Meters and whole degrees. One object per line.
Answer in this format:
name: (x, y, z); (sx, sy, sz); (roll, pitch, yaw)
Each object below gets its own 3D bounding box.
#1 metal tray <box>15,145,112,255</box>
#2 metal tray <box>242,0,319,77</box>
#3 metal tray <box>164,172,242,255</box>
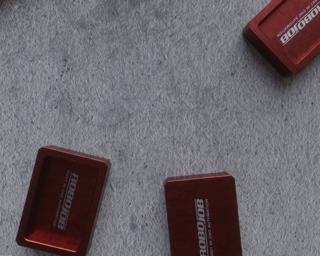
metal tray: (-0.124, 0.095, 0.406); (0.091, 0.030, 0.129); (14, 90, 0)
metal tray: (0.187, -0.143, 0.408); (0.130, 0.030, 0.090); (-43, 90, 0)
metal tray: (0.056, 0.128, 0.408); (0.091, 0.030, 0.129); (-6, 90, 0)
